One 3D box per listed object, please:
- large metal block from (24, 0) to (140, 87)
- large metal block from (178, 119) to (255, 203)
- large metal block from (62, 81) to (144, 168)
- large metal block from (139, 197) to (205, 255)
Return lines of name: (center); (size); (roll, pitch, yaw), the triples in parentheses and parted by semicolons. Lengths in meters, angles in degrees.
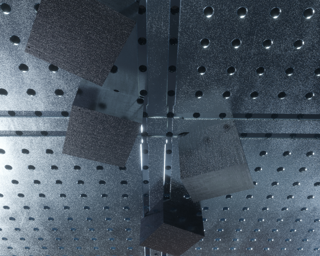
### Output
large metal block: (-0.076, -0.101, 0.309); (0.080, 0.050, 0.080); (24, 126, -19)
large metal block: (0.072, 0.043, 0.412); (0.080, 0.080, 0.050); (-17, 128, 14)
large metal block: (-0.072, -0.003, 0.392); (0.080, 0.050, 0.080); (15, 129, -13)
large metal block: (0.020, 0.176, 0.544); (0.080, 0.050, 0.080); (24, 126, -19)
